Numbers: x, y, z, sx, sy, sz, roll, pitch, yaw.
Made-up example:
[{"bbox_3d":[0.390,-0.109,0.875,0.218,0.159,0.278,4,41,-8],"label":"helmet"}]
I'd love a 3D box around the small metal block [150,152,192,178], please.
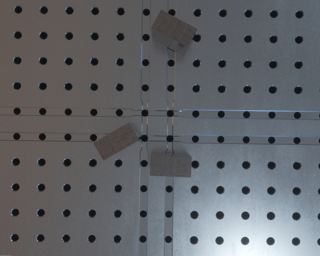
[{"bbox_3d":[0.013,0.046,0.401,0.050,0.050,0.025,3,90,0],"label":"small metal block"}]

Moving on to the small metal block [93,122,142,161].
[{"bbox_3d":[-0.053,0.016,0.401,0.050,0.050,0.025,-30,90,0],"label":"small metal block"}]

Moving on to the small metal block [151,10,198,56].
[{"bbox_3d":[0.018,-0.121,0.401,0.050,0.050,0.025,28,90,0],"label":"small metal block"}]
